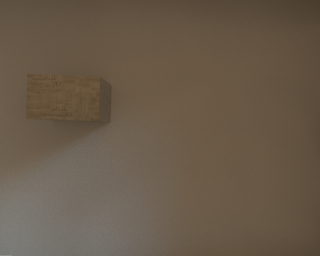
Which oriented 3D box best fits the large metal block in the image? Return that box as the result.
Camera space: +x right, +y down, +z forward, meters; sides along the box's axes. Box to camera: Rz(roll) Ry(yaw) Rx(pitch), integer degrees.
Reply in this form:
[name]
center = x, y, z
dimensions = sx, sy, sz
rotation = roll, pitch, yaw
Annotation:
[large metal block]
center = -0.107, -0.034, 0.383
dimensions = 0.080, 0.080, 0.050
rotation = 2, 90, 0
